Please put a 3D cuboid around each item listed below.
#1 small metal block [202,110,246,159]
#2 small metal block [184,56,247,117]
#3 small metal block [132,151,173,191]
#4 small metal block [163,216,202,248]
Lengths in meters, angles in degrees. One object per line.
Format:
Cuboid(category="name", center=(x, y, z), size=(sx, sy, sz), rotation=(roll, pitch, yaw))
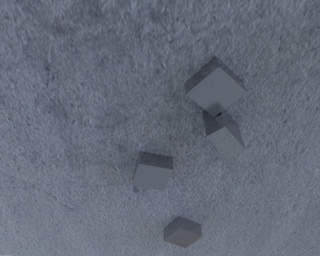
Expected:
Cuboid(category="small metal block", center=(0.081, 0.003, 0.394), size=(0.025, 0.050, 0.050), rotation=(-32, 124, 24))
Cuboid(category="small metal block", center=(0.065, -0.048, 0.367), size=(0.050, 0.025, 0.050), rotation=(35, 122, -27))
Cuboid(category="small metal block", center=(-0.012, 0.065, 0.463), size=(0.050, 0.025, 0.050), rotation=(11, 129, -10))
Cuboid(category="small metal block", center=(0.042, 0.193, 0.573), size=(0.050, 0.025, 0.050), rotation=(27, 125, -22))
